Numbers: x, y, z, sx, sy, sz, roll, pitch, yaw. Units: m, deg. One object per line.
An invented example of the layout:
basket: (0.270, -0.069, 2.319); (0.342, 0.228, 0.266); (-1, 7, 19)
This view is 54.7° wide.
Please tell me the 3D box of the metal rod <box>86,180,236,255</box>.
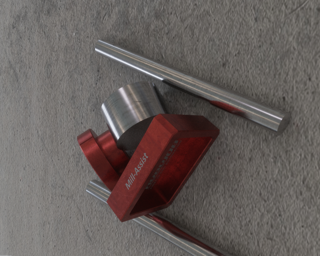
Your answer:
metal rod: (0.005, 0.129, 0.400); (0.300, 0.025, 0.025); (17, 101, 38)

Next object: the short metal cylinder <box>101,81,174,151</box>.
short metal cylinder: (-0.028, -0.014, 0.392); (0.080, 0.081, 0.050); (-43, 64, 31)

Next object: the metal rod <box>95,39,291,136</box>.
metal rod: (0.016, -0.064, 0.391); (0.300, 0.025, 0.025); (30, 109, 36)

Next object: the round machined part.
round machined part: (-0.068, 0.040, 0.427); (0.042, 0.098, 0.098); (-34, 63, -6)

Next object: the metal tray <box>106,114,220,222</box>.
metal tray: (0.004, 0.045, 0.359); (0.030, 0.091, 0.129); (45, 117, 31)
